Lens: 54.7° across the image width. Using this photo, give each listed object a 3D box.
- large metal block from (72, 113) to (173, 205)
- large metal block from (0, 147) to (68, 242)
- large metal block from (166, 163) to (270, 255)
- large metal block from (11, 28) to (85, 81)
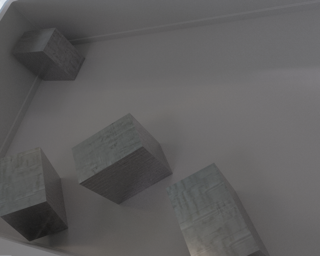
[{"bbox_3d":[-0.043,0.040,0.369,0.080,0.080,0.050,-31,52,8],"label":"large metal block"},{"bbox_3d":[-0.159,0.085,0.394,0.050,0.080,0.080,-18,52,-9],"label":"large metal block"},{"bbox_3d":[0.056,0.091,0.285,0.050,0.080,0.080,-30,52,9],"label":"large metal block"},{"bbox_3d":[-0.197,-0.128,0.553,0.080,0.080,0.050,4,64,30],"label":"large metal block"}]
